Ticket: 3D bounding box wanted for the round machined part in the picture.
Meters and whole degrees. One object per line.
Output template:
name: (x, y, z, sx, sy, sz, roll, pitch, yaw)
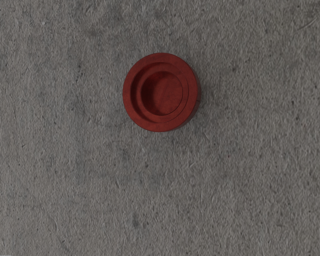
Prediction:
round machined part: (0.005, -0.044, 0.398, 0.098, 0.042, 0.097, 0, 90, 20)
